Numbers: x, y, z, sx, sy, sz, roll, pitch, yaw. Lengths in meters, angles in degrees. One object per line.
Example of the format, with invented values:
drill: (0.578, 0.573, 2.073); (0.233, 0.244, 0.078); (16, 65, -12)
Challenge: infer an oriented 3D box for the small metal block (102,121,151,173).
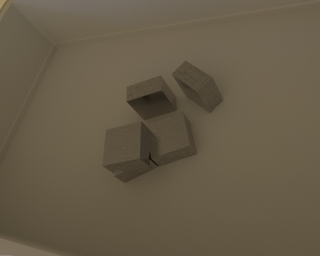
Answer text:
small metal block: (-0.040, 0.024, 0.380); (0.050, 0.025, 0.050); (-13, 56, 21)

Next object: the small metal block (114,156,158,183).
small metal block: (-0.036, 0.036, 0.403); (0.050, 0.025, 0.050); (-27, 52, 11)

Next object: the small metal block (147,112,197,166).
small metal block: (0.014, 0.014, 0.390); (0.050, 0.025, 0.050); (-20, 54, 16)

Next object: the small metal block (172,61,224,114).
small metal block: (0.048, -0.052, 0.396); (0.025, 0.050, 0.050); (-45, 51, -3)

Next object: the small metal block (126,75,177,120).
small metal block: (-0.011, -0.039, 0.420); (0.050, 0.050, 0.025); (-16, 56, 19)
